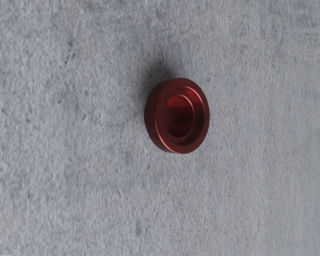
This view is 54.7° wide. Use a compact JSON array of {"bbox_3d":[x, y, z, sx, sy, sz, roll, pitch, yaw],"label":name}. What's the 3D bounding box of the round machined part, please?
[{"bbox_3d":[0.018,-0.016,0.411,0.099,0.042,0.097,0,90,-40],"label":"round machined part"}]
